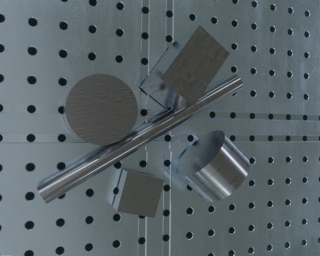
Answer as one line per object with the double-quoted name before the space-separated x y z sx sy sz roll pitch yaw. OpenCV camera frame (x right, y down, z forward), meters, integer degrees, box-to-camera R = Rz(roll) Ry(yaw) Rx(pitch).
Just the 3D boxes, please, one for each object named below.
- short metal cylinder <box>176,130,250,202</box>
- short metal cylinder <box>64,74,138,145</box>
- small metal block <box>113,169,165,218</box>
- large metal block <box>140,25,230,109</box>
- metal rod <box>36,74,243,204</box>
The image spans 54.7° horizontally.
"short metal cylinder" 0.068 0.049 0.405 0.050 0.080 0.080 45 76 -15
"short metal cylinder" -0.072 -0.021 0.369 0.081 0.050 0.079 0 90 -20
"small metal block" -0.028 0.084 0.399 0.050 0.025 0.050 16 85 -20
"large metal block" 0.028 -0.071 0.390 0.050 0.080 0.080 38 78 -16
"metal rod" -0.013 0.005 0.405 0.302 0.025 0.025 -30 100 -18
